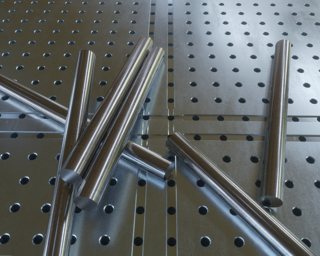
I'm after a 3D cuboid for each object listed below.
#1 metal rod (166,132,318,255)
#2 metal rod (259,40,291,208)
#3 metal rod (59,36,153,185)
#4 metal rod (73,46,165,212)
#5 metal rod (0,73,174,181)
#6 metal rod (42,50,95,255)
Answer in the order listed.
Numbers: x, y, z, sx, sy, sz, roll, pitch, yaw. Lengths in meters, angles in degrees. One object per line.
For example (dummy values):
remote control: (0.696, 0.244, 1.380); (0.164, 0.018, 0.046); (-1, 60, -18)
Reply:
metal rod: (0.113, 0.103, 0.321); (0.025, 0.025, 0.300); (-33, 57, -24)
metal rod: (0.165, -0.029, 0.432); (0.025, 0.025, 0.300); (13, 51, 11)
metal rod: (-0.057, -0.048, 0.423); (0.025, 0.025, 0.301); (10, 43, 8)
metal rod: (-0.037, -0.026, 0.403); (0.025, 0.025, 0.301); (10, 43, 8)
metal rod: (-0.117, -0.010, 0.415); (0.300, 0.025, 0.025); (25, 55, 20)
metal rod: (-0.102, 0.024, 0.361); (0.025, 0.025, 0.300); (-1, 58, -1)
